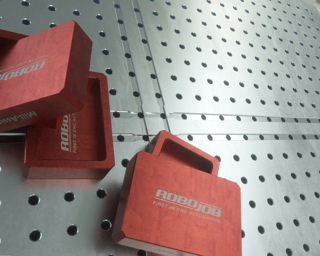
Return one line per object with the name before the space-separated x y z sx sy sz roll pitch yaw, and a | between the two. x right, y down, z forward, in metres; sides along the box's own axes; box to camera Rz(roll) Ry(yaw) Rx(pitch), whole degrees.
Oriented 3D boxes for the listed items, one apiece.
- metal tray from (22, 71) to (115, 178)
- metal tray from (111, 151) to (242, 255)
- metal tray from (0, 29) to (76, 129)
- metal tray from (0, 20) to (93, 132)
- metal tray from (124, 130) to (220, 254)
metal tray | -0.104 -0.009 0.354 0.091 0.030 0.130 5 60 -26
metal tray | 0.023 0.087 0.327 0.131 0.030 0.090 20 54 -17
metal tray | -0.158 -0.054 0.312 0.131 0.030 0.090 10 60 -14
metal tray | -0.134 -0.047 0.307 0.030 0.130 0.090 52 31 -53
metal tray | 0.016 0.076 0.368 0.090 0.030 0.130 29 52 -10
